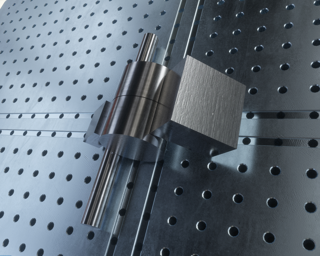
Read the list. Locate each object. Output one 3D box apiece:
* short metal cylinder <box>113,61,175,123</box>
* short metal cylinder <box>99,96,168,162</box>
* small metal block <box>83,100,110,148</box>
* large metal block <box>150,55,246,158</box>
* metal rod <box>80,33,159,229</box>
[{"bbox_3d":[-0.016,-0.042,0.402,0.080,0.080,0.050,1,62,28],"label":"short metal cylinder"},{"bbox_3d":[-0.028,0.003,0.380,0.080,0.080,0.050,1,62,28],"label":"short metal cylinder"},{"bbox_3d":[-0.080,-0.004,0.434,0.050,0.025,0.050,-29,41,56],"label":"small metal block"},{"bbox_3d":[0.044,-0.021,0.349,0.050,0.080,0.080,-32,39,59],"label":"large metal block"},{"bbox_3d":[-0.049,-0.013,0.436,0.025,0.025,0.300,1,62,28],"label":"metal rod"}]
